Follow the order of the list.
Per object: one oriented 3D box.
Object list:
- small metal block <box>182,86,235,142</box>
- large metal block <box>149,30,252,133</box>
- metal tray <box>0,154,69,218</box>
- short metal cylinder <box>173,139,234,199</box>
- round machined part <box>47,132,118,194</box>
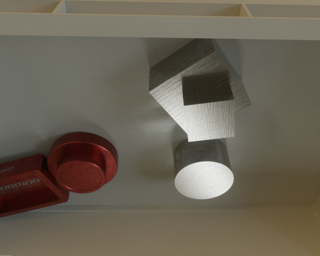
[{"bbox_3d":[0.052,-0.014,0.332,0.050,0.025,0.050,-7,130,5],"label":"small metal block"},{"bbox_3d":[0.044,-0.048,0.353,0.080,0.050,0.080,-29,125,22],"label":"large metal block"},{"bbox_3d":[-0.216,0.091,0.468,0.131,0.030,0.090,-15,135,7],"label":"metal tray"},{"bbox_3d":[0.060,0.057,0.442,0.081,0.050,0.079,0,130,0],"label":"short metal cylinder"},{"bbox_3d":[-0.110,0.056,0.441,0.099,0.042,0.097,-2,130,-3],"label":"round machined part"}]
